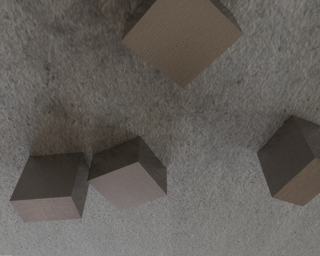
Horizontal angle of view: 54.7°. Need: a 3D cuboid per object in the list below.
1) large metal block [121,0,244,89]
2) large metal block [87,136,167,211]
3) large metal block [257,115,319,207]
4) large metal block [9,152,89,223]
[{"bbox_3d":[0.020,-0.100,0.306,0.080,0.050,0.080,34,122,-26],"label":"large metal block"},{"bbox_3d":[-0.044,0.068,0.448,0.080,0.050,0.080,-22,127,17],"label":"large metal block"},{"bbox_3d":[0.183,0.043,0.411,0.050,0.080,0.079,18,128,-15],"label":"large metal block"},{"bbox_3d":[-0.150,0.083,0.439,0.080,0.080,0.050,-5,130,4],"label":"large metal block"}]
